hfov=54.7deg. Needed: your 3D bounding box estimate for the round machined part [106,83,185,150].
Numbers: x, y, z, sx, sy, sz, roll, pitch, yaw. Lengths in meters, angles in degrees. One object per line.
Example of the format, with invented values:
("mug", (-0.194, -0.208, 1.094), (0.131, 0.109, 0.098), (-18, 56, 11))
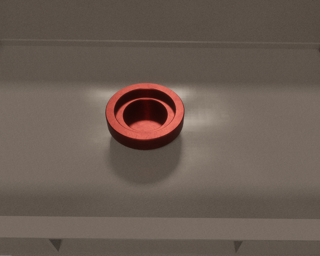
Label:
("round machined part", (-0.019, -0.010, 0.402), (0.099, 0.042, 0.098), (0, 50, 0))
